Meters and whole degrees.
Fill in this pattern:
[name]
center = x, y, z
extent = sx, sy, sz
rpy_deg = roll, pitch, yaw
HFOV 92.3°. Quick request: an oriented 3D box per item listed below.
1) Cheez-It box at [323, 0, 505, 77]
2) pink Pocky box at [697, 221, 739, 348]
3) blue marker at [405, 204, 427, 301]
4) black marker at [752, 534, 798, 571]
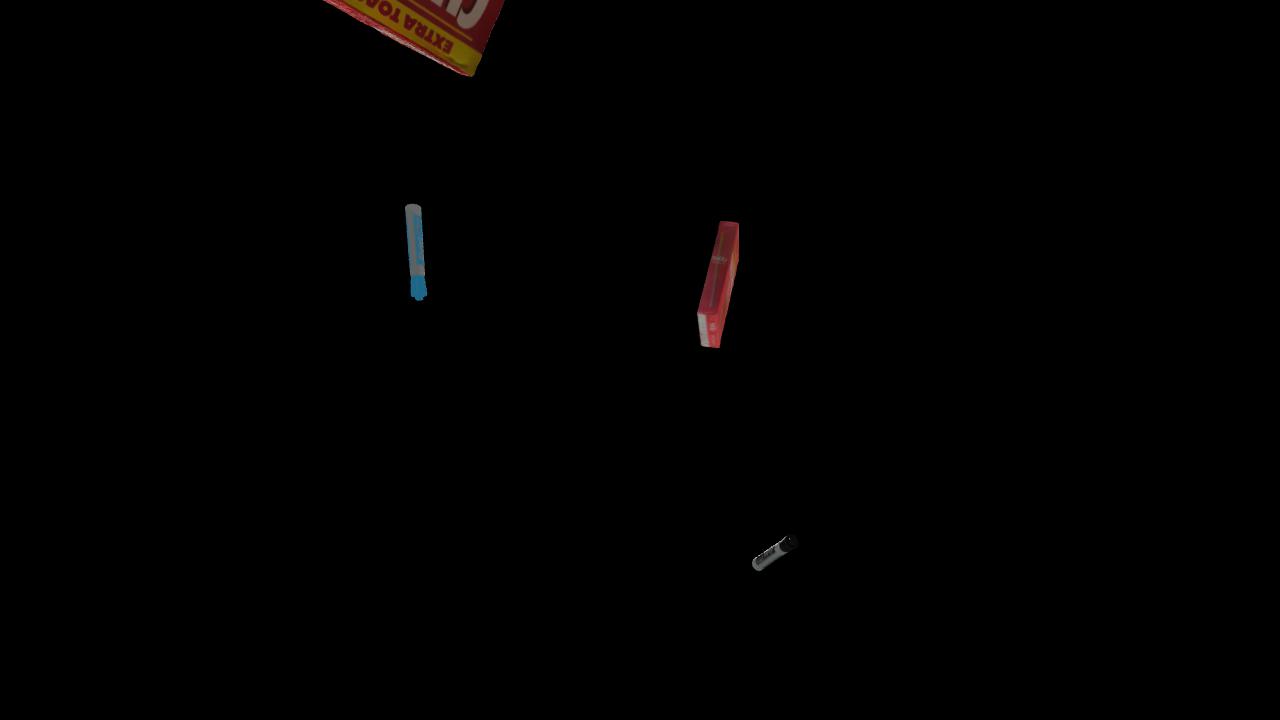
[Cheez-It box]
center = -0.133, -0.314, 0.361
extent = 0.071, 0.223, 0.166
rpy_deg = 36, 16, 29
[pink Pocky box]
center = 0.108, -0.103, 0.832
extent = 0.029, 0.155, 0.084
rpy_deg = 9, -28, 14
[blue marker]
center = -0.272, -0.130, 0.746
extent = 0.020, 0.121, 0.020
rpy_deg = -8, -12, -2
[black marker]
center = 0.184, 0.264, 0.842
extent = 0.020, 0.020, 0.121
rpy_deg = 0, -32, -16
